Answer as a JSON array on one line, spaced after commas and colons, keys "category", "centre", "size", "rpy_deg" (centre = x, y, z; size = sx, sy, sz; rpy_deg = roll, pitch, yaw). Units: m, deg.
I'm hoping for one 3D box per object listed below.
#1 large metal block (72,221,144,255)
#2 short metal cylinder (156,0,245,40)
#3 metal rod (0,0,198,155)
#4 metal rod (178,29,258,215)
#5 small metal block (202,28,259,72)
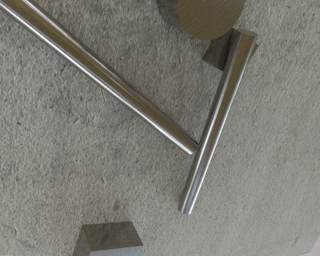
[{"category": "large metal block", "centre": [-0.082, 0.191, 0.466], "size": [0.081, 0.050, 0.079], "rpy_deg": [7, 115, -32]}, {"category": "short metal cylinder", "centre": [0.043, -0.140, 0.329], "size": [0.081, 0.050, 0.079], "rpy_deg": [-14, 125, -21]}, {"category": "metal rod", "centre": [-0.046, -0.045, 0.354], "size": [0.025, 0.025, 0.301], "rpy_deg": [-48, 130, 5]}, {"category": "metal rod", "centre": [0.071, 0.012, 0.435], "size": [0.025, 0.025, 0.298], "rpy_deg": [-5, 127, -26]}, {"category": "small metal block", "centre": [0.090, -0.097, 0.398], "size": [0.050, 0.025, 0.050], "rpy_deg": [18, 109, -36]}]
